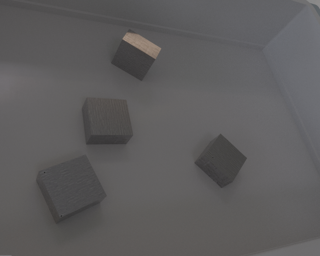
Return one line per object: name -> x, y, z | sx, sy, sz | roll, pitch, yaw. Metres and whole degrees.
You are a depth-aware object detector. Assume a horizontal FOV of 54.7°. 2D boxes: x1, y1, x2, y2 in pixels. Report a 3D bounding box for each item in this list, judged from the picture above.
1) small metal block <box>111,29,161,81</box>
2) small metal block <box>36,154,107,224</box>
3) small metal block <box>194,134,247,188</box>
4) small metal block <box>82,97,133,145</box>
small metal block -> -0.034, -0.101, 0.433 | 0.050, 0.050, 0.025 | 30, 52, -10
small metal block -> -0.091, 0.062, 0.319 | 0.050, 0.025, 0.050 | -20, 73, -36
small metal block -> 0.084, 0.044, 0.423 | 0.050, 0.025, 0.050 | 43, 51, 1
small metal block -> -0.064, -0.008, 0.376 | 0.050, 0.025, 0.050 | 1, 61, -28
